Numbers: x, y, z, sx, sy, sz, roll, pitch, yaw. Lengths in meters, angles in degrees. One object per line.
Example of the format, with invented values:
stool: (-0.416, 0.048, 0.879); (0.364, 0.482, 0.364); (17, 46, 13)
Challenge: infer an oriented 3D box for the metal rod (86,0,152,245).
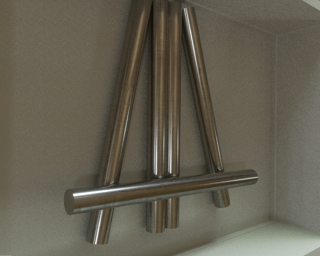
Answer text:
metal rod: (-0.046, -0.019, 0.366); (0.025, 0.025, 0.299); (16, 80, -39)

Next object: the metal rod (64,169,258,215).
metal rod: (0.029, 0.074, 0.395); (0.302, 0.025, 0.025); (2, 89, -40)

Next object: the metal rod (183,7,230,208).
metal rod: (0.067, -0.023, 0.461); (0.025, 0.025, 0.298); (-20, 103, -38)

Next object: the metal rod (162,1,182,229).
metal rod: (0.015, -0.017, 0.418); (0.025, 0.025, 0.298); (1, 89, -40)

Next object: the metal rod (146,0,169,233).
metal rod: (-0.004, -0.017, 0.402); (0.025, 0.025, 0.298); (1, 89, -40)
